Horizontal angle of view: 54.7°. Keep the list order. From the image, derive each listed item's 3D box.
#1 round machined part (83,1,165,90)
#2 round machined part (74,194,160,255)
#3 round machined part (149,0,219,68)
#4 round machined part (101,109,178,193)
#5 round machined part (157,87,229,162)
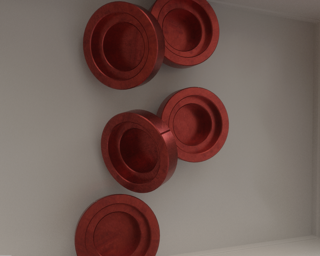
[{"bbox_3d":[-0.039,-0.097,0.369,0.042,0.098,0.097,-31,105,-63],"label":"round machined part"},{"bbox_3d":[-0.053,0.130,0.376,0.099,0.042,0.098,4,77,-17],"label":"round machined part"},{"bbox_3d":[0.026,-0.128,0.412,0.099,0.042,0.097,0,90,-21],"label":"round machined part"},{"bbox_3d":[-0.021,0.025,0.375,0.042,0.098,0.097,-23,100,-55],"label":"round machined part"},{"bbox_3d":[0.039,-0.005,0.417,0.099,0.042,0.097,0,90,-21],"label":"round machined part"}]
